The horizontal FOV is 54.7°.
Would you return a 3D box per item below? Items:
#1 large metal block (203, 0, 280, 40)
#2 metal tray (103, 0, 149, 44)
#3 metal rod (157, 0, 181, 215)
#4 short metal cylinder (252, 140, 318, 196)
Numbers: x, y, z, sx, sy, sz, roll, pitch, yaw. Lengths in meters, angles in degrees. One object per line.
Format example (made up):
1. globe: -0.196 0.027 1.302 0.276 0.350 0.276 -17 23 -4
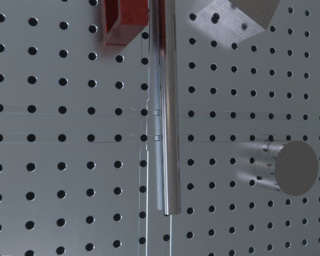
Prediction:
1. large metal block: 0.122 -0.189 0.444 0.080 0.050 0.080 30 80 -18
2. metal tray: -0.045 -0.173 0.361 0.030 0.090 0.129 -4 92 -20
3. metal rod: 0.012 -0.035 0.416 0.025 0.025 0.298 -2 91 -20
4. short metal cylinder: 0.189 0.058 0.469 0.081 0.050 0.079 0 90 -20
